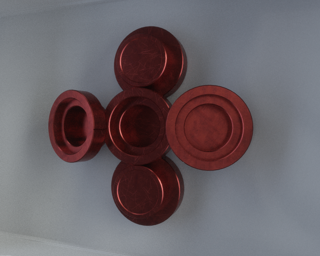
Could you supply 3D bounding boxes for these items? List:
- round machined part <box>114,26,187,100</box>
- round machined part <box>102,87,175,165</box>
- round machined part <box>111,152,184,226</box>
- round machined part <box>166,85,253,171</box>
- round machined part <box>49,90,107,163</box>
[{"bbox_3d":[-0.017,-0.085,0.406,0.098,0.042,0.097,0,90,20],"label":"round machined part"},{"bbox_3d":[-0.023,-0.002,0.407,0.098,0.042,0.097,0,90,20],"label":"round machined part"},{"bbox_3d":[-0.021,0.080,0.407,0.098,0.042,0.097,0,90,20],"label":"round machined part"},{"bbox_3d":[0.057,0.000,0.371,0.099,0.042,0.097,0,90,3],"label":"round machined part"},{"bbox_3d":[-0.108,-0.002,0.429,0.098,0.042,0.097,0,90,37],"label":"round machined part"}]
